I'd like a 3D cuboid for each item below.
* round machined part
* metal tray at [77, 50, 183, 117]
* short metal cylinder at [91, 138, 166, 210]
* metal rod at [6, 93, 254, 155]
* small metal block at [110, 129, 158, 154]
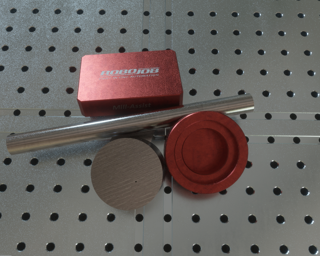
[{"bbox_3d":[0.054,0.028,0.381,0.099,0.042,0.097,0,92,-4],"label":"round machined part"},{"bbox_3d":[-0.039,-0.062,0.416,0.131,0.030,0.090,-4,51,-3],"label":"metal tray"},{"bbox_3d":[-0.035,0.051,0.367,0.080,0.050,0.079,0,88,5],"label":"short metal cylinder"},{"bbox_3d":[-0.032,-0.006,0.386,0.302,0.025,0.025,-10,71,-4],"label":"metal rod"},{"bbox_3d":[-0.035,0.013,0.415,0.050,0.025,0.050,17,71,5],"label":"small metal block"}]
